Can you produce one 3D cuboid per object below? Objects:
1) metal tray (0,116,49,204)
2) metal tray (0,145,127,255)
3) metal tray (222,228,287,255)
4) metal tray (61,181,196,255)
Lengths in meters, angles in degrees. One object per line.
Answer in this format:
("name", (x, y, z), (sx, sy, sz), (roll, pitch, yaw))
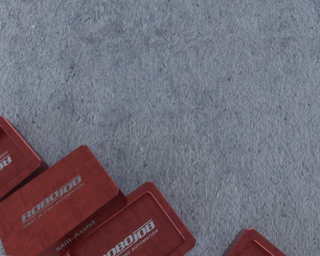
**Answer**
("metal tray", (-0.219, 0.059, 0.382), (0.130, 0.030, 0.090), (-42, 75, -14))
("metal tray", (-0.115, 0.089, 0.355), (0.131, 0.030, 0.090), (-37, 52, -13))
("metal tray", (0.122, 0.186, 0.337), (0.130, 0.030, 0.090), (39, 74, 13))
("metal tray", (-0.037, 0.135, 0.355), (0.131, 0.030, 0.090), (-35, 74, -12))
